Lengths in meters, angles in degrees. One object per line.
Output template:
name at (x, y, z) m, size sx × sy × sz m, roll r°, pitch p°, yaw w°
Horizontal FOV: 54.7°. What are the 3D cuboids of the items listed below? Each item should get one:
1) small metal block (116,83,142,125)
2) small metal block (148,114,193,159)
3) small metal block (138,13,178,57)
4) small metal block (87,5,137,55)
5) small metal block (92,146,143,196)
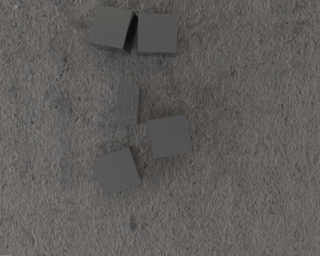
small metal block at (-0.039, -0.029, 0.397) m, size 0.025 × 0.050 × 0.050 m, roll 4°, pitch 90°, yaw 0°
small metal block at (0.013, 0.011, 0.410) m, size 0.050 × 0.025 × 0.050 m, roll -9°, pitch 90°, yaw 0°
small metal block at (-0.003, -0.122, 0.410) m, size 0.050 × 0.025 × 0.050 m, roll 1°, pitch 90°, yaw -1°
small metal block at (-0.060, -0.128, 0.403) m, size 0.050 × 0.025 × 0.050 m, roll 14°, pitch 90°, yaw 15°
small metal block at (-0.056, 0.056, 0.409) m, size 0.050 × 0.025 × 0.050 m, roll -19°, pitch 90°, yaw 0°
